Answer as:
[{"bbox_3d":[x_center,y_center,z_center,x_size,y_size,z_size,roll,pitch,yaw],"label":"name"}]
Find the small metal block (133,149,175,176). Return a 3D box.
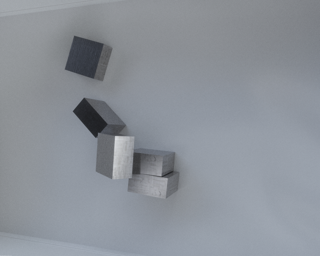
[{"bbox_3d":[-0.013,0.043,0.401,0.050,0.050,0.025,5,93,19],"label":"small metal block"}]

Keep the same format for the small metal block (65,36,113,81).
[{"bbox_3d":[-0.102,-0.100,0.445,0.050,0.025,0.050,20,96,18],"label":"small metal block"}]

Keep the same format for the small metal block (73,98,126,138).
[{"bbox_3d":[-0.082,-0.013,0.424,0.050,0.050,0.025,47,104,15],"label":"small metal block"}]

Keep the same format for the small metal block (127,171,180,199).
[{"bbox_3d":[-0.007,0.069,0.399,0.050,0.050,0.025,7,93,19],"label":"small metal block"}]

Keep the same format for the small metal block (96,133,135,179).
[{"bbox_3d":[-0.056,0.033,0.380,0.050,0.025,0.050,6,93,56],"label":"small metal block"}]
